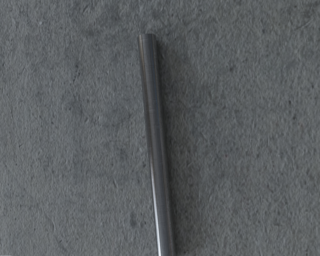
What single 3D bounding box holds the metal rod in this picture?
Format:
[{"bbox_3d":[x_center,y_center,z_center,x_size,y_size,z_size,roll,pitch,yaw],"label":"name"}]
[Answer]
[{"bbox_3d":[-0.004,0.026,0.409,0.025,0.025,0.298,-6,88,19],"label":"metal rod"}]
